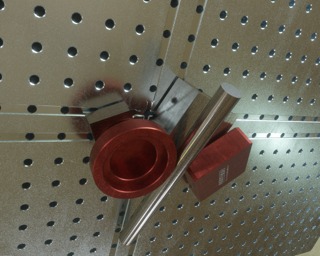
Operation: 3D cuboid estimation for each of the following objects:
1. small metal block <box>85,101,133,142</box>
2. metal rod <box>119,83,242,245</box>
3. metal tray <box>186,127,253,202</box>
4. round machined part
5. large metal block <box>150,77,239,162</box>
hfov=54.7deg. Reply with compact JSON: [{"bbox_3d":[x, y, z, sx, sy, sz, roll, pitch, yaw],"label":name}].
[{"bbox_3d":[-0.058,0.001,0.377,0.050,0.025,0.050,-20,126,-17],"label":"small metal block"},{"bbox_3d":[0.010,0.067,0.402,0.025,0.025,0.298,6,131,-31],"label":"metal rod"},{"bbox_3d":[0.084,0.058,0.453,0.090,0.030,0.130,-33,154,-6],"label":"metal tray"},{"bbox_3d":[-0.033,0.032,0.362,0.099,0.042,0.097,-12,124,-18],"label":"round machined part"},{"bbox_3d":[0.041,-0.007,0.409,0.080,0.050,0.080,25,105,-37],"label":"large metal block"}]
